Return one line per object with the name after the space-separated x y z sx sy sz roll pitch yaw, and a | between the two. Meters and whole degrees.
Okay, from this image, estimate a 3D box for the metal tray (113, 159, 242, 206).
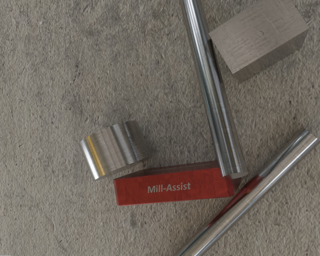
0.024 0.062 0.365 0.130 0.090 0.030 -9 87 19 | metal tray

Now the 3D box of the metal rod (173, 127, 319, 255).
0.075 0.118 0.382 0.025 0.025 0.299 44 103 14 | metal rod

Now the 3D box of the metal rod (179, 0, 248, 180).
0.046 -0.091 0.343 0.025 0.025 0.299 -18 66 19 | metal rod

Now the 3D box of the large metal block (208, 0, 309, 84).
0.108 -0.096 0.342 0.080 0.080 0.050 -31 80 17 | large metal block

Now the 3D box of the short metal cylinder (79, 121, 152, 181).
-0.057 0.030 0.399 0.080 0.080 0.050 -26 82 18 | short metal cylinder
